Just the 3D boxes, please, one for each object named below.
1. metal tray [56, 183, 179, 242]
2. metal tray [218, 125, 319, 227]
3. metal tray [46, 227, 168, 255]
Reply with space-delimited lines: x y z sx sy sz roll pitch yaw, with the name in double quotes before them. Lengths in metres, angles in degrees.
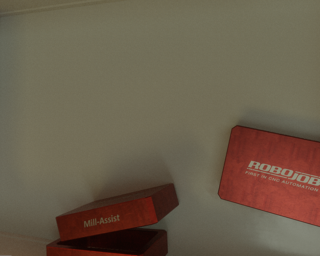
"metal tray" -0.051 0.105 0.393 0.130 0.090 0.030 -17 84 19
"metal tray" 0.141 0.053 0.358 0.130 0.030 0.089 13 94 19
"metal tray" -0.065 0.156 0.398 0.130 0.090 0.030 -3 89 20
